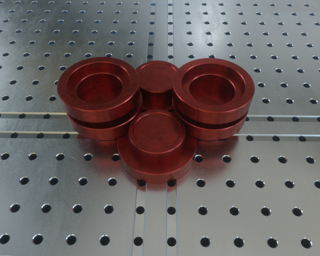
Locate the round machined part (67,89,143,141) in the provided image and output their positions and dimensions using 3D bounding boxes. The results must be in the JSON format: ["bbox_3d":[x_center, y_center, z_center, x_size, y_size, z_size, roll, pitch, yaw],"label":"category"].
[{"bbox_3d":[-0.072,-0.022,0.414,0.099,0.042,0.098,0,50,0],"label":"round machined part"}]

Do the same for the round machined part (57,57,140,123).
[{"bbox_3d":[-0.074,-0.043,0.390,0.099,0.042,0.098,0,50,0],"label":"round machined part"}]

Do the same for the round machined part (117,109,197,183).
[{"bbox_3d":[-0.004,0.015,0.383,0.099,0.042,0.098,0,50,0],"label":"round machined part"}]

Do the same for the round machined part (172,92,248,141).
[{"bbox_3d":[0.065,-0.022,0.414,0.099,0.042,0.098,0,50,0],"label":"round machined part"}]

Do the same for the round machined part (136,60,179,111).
[{"bbox_3d":[-0.003,-0.060,0.447,0.099,0.042,0.098,0,50,0],"label":"round machined part"}]

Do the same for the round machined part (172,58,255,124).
[{"bbox_3d":[0.064,-0.041,0.389,0.099,0.042,0.098,0,50,0],"label":"round machined part"}]
